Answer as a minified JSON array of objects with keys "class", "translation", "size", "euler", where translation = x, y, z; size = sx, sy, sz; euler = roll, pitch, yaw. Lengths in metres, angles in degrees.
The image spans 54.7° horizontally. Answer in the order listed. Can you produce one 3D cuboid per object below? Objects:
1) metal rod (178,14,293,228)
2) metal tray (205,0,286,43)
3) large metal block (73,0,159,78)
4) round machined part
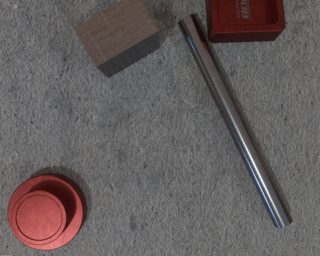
[{"class":"metal rod","translation":[0.099,-0.009,0.410],"size":[0.025,0.025,0.299],"euler":[-26,90,0]},{"class":"metal tray","translation":[0.105,-0.177,0.397],"size":[0.091,0.030,0.129],"euler":[-2,81,0]},{"class":"large metal block","translation":[-0.048,-0.109,0.382],"size":[0.080,0.080,0.050],"euler":[-30,90,0]},{"class":"round machined part","translation":[-0.148,0.110,0.400],"size":[0.099,0.042,0.097],"euler":[0,90,0]}]
